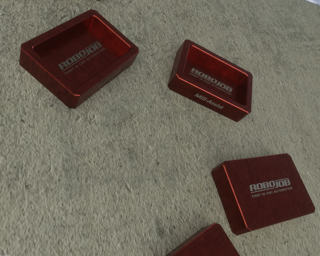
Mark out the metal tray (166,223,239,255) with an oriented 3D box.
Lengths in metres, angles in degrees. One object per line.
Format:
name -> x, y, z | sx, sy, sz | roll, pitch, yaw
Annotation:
metal tray -> 0.060, 0.180, 0.323 | 0.091, 0.030, 0.130 | -23, 74, -36

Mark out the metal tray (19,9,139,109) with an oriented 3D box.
metal tray -> -0.100, -0.094, 0.403 | 0.090, 0.030, 0.131 | 42, 51, 0

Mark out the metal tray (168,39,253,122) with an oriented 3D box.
metal tray -> 0.083, -0.075, 0.490 | 0.131, 0.030, 0.090 | 24, 53, -13

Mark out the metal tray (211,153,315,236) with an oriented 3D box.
metal tray -> 0.143, 0.086, 0.424 | 0.131, 0.030, 0.090 | -3, 63, -30
